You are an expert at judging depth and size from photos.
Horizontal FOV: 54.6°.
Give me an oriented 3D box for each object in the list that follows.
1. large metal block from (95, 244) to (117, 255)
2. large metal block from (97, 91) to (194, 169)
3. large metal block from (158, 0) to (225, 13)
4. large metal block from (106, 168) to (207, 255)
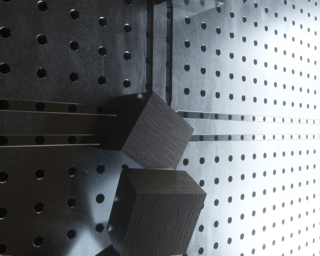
[{"bbox_3d":[-0.061,0.178,0.306,0.080,0.080,0.050,-32,112,-11],"label":"large metal block"},{"bbox_3d":[-0.015,0.013,0.380,0.080,0.050,0.080,41,65,-32],"label":"large metal block"},{"bbox_3d":[0.042,-0.211,0.426,0.081,0.050,0.080,-6,94,-40],"label":"large metal block"},{"bbox_3d":[-0.006,0.093,0.342,0.081,0.050,0.080,7,109,-27],"label":"large metal block"}]
